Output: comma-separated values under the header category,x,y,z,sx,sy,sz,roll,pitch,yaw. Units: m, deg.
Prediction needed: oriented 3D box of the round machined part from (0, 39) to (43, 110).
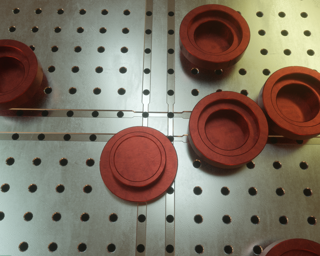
category,x,y,z,sx,sy,sz,roll,pitch,yaw
round machined part,-0.210,-0.069,0.427,0.099,0.042,0.098,0,70,0

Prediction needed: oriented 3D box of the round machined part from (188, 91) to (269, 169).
category,x,y,z,sx,sy,sz,roll,pitch,yaw
round machined part,0.085,0.005,0.401,0.099,0.042,0.098,0,70,0

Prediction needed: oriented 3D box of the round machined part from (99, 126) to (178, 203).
category,x,y,z,sx,sy,sz,roll,pitch,yaw
round machined part,-0.027,0.043,0.387,0.099,0.042,0.098,0,70,0

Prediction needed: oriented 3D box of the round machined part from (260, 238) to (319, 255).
category,x,y,z,sx,sy,sz,roll,pitch,yaw
round machined part,0.151,0.173,0.340,0.099,0.042,0.098,0,70,0

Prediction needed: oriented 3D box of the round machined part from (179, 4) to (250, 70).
category,x,y,z,sx,sy,sz,roll,pitch,yaw
round machined part,0.076,-0.126,0.449,0.099,0.042,0.098,0,70,0

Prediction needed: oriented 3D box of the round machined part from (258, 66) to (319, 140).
category,x,y,z,sx,sy,sz,roll,pitch,yaw
round machined part,0.180,-0.030,0.415,0.099,0.042,0.098,0,70,0
